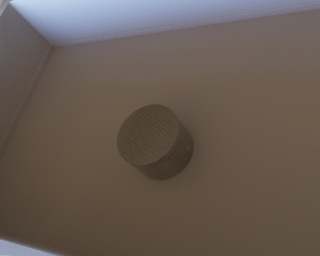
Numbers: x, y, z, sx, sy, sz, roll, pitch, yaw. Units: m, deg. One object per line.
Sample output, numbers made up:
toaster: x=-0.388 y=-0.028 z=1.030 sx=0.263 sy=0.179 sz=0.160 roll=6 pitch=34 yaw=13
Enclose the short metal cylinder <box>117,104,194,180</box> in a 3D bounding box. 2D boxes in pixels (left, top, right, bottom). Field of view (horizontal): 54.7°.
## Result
short metal cylinder: x=-0.005 y=0.018 z=0.380 sx=0.080 sy=0.050 sz=0.080 roll=-13 pitch=56 yaw=20
